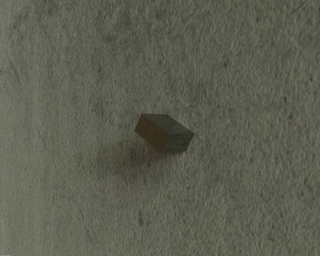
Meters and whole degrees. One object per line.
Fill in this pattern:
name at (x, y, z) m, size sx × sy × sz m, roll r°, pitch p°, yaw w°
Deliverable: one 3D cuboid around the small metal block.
small metal block at (0.006, 0.005, 0.385) m, size 0.050 × 0.050 × 0.025 m, roll 37°, pitch 113°, yaw 34°
